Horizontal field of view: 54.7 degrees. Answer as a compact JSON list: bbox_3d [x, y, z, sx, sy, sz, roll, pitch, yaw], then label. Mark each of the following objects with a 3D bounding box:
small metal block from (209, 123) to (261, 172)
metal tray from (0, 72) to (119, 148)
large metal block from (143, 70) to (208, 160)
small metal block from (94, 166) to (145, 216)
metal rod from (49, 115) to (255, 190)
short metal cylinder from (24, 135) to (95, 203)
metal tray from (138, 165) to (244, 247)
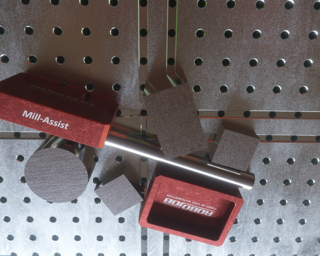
[{"bbox_3d":[0.101,0.026,0.424,0.050,0.025,0.050,16,109,-6],"label":"small metal block"},{"bbox_3d":[-0.120,-0.024,0.367,0.131,0.090,0.030,17,109,-7],"label":"metal tray"},{"bbox_3d":[0.018,-0.019,0.378,0.050,0.080,0.080,-17,109,6],"label":"large metal block"},{"bbox_3d":[-0.058,0.091,0.447,0.050,0.025,0.050,-31,107,10],"label":"small metal block"},{"bbox_3d":[-0.013,0.030,0.424,0.302,0.025,0.025,18,109,-7],"label":"metal rod"},{"bbox_3d":[-0.132,0.053,0.417,0.081,0.050,0.079,0,110,0],"label":"short metal cylinder"},{"bbox_3d":[0.044,0.115,0.453,0.131,0.030,0.089,17,109,-7],"label":"metal tray"}]
